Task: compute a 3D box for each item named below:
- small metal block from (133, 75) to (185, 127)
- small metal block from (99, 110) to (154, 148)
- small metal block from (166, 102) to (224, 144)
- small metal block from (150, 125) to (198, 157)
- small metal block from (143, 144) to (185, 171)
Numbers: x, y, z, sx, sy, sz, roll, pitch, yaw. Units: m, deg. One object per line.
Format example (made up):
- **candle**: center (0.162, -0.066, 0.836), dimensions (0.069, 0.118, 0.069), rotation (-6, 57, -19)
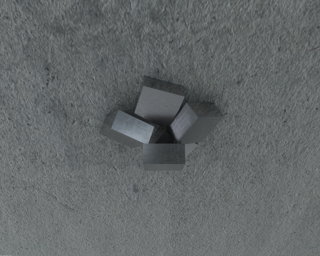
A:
- **small metal block**: center (-0.003, -0.032, 0.382), dimensions (0.050, 0.025, 0.050), rotation (13, 129, -12)
- **small metal block**: center (-0.044, 0.003, 0.395), dimensions (0.050, 0.025, 0.050), rotation (26, 161, -22)
- **small metal block**: center (0.044, -0.006, 0.390), dimensions (0.050, 0.025, 0.050), rotation (-5, 141, -43)
- **small metal block**: center (0.016, 0.020, 0.427), dimensions (0.050, 0.025, 0.050), rotation (26, 125, -21)
- **small metal block**: center (0.005, 0.038, 0.393), dimensions (0.050, 0.025, 0.050), rotation (0, 163, -1)
